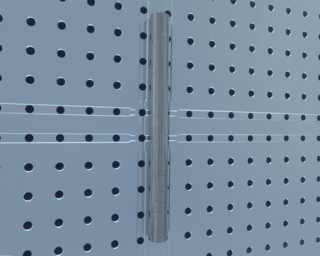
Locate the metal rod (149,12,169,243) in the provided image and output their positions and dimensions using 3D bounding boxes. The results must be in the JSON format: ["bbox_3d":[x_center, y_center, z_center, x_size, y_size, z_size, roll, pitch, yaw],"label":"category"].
[{"bbox_3d":[-0.001,-0.001,0.413,0.025,0.025,0.298,0,90,-20],"label":"metal rod"}]
